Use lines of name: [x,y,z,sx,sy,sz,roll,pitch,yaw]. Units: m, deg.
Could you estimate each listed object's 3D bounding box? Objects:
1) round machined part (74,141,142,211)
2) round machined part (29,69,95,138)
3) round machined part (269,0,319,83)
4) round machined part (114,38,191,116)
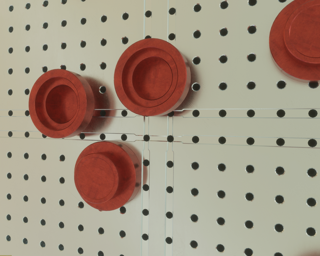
round machined part: [-0.079,0.067,0.432,0.098,0.042,0.097,0,90,20]
round machined part: [-0.138,-0.034,0.453,0.098,0.042,0.097,0,90,20]
round machined part: [0.172,-0.101,0.343,0.098,0.042,0.097,0,90,20]
round machined part: [-0.007,-0.064,0.406,0.098,0.042,0.097,0,90,20]
